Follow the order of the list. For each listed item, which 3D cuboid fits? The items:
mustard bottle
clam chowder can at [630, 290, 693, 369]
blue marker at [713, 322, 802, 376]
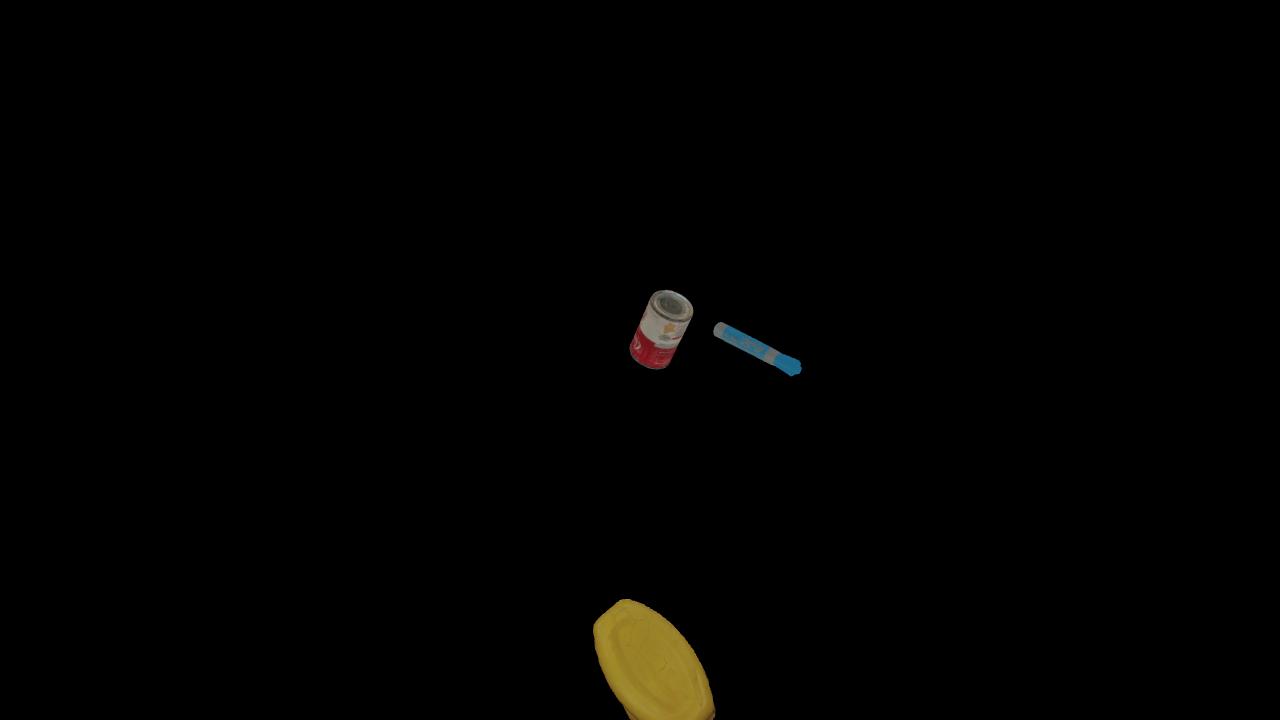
[{"bbox_3d":[0.010,0.241,0.449,0.092,0.184,0.054,36,63,27],"label":"mustard bottle"},{"bbox_3d":[0.031,-0.045,0.909,0.068,0.068,0.102,0,-43,-25],"label":"clam chowder can"},{"bbox_3d":[0.130,-0.013,0.687,0.020,0.020,0.121,0,23,-42],"label":"blue marker"}]
